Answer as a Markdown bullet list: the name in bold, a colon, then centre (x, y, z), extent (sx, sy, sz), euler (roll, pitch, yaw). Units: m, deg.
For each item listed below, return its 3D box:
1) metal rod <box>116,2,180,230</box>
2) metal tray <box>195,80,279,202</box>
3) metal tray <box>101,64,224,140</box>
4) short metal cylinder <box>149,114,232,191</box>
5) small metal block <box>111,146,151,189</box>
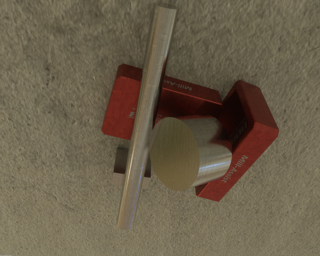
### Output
- **metal rod**: centre (-0.022, 0.010, 0.366), extent (0.025, 0.025, 0.298), euler (8, 121, -7)
- **metal tray**: centre (0.084, 0.018, 0.382), extent (0.030, 0.090, 0.129), euler (18, 128, -15)
- **metal tray**: centre (0.001, -0.019, 0.388), extent (0.131, 0.030, 0.089), euler (14, 129, -12)
- **short metal cylinder**: centre (0.032, 0.025, 0.347), extent (0.050, 0.080, 0.079), euler (-7, 140, -39)
- **small metal block**: centre (-0.040, 0.056, 0.439), extent (0.050, 0.050, 0.025), euler (10, 129, -9)
